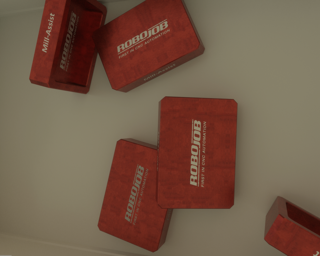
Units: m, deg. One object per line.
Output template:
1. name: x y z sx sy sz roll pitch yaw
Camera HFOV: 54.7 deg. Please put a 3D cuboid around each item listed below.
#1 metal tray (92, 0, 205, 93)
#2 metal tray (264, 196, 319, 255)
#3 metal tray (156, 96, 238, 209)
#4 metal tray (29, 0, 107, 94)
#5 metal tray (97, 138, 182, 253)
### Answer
1. metal tray: -0.018 -0.115 0.414 0.130 0.030 0.090 -24 82 18
2. metal tray: 0.174 0.124 0.314 0.130 0.090 0.030 29 100 17
3. metal tray: 0.043 0.029 0.373 0.091 0.030 0.129 2 91 -6
4. metal tray: -0.120 -0.116 0.418 0.030 0.090 0.129 16 95 19
5. metal tray: -0.025 0.087 0.417 0.090 0.030 0.129 15 95 19
